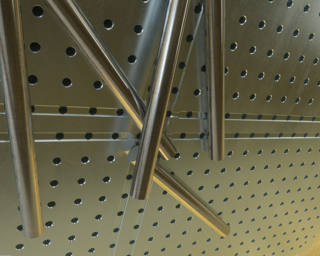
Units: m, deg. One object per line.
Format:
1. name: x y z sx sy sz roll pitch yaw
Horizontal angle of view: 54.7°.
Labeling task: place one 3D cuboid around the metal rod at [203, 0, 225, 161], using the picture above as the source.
1. metal rod: 0.072 -0.077 0.404 0.025 0.025 0.298 -20 127 -17

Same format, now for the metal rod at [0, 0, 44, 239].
1. metal rod: -0.149 0.005 0.333 0.025 0.025 0.298 -8 122 -25

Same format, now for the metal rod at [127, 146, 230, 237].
1. metal rod: 0.046 0.118 0.511 0.025 0.025 0.300 -43 130 1

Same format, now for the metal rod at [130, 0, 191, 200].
1. metal rod: 0.003 -0.053 0.356 0.025 0.025 0.298 2 110 -30

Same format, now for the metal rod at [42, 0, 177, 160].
1. metal rod: -0.053 -0.060 0.346 0.025 0.025 0.300 -37 130 -4
